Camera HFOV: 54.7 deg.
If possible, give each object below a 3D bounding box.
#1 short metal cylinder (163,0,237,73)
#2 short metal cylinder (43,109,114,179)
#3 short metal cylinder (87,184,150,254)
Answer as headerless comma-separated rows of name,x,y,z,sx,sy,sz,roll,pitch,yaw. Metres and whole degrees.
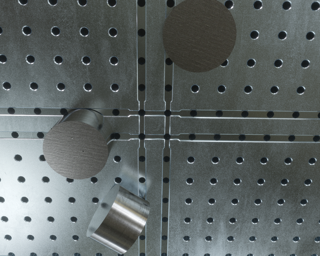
short metal cylinder,0.043,-0.109,0.361,0.081,0.050,0.079,0,110,-1
short metal cylinder,-0.104,0.020,0.406,0.081,0.050,0.079,0,110,0
short metal cylinder,-0.058,0.125,0.429,0.050,0.080,0.080,34,106,-12
